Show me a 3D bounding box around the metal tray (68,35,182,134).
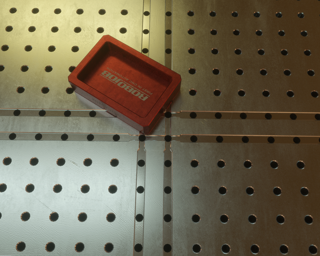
[{"bbox_3d":[-0.048,-0.063,0.431,0.130,0.030,0.090,31,73,10],"label":"metal tray"}]
